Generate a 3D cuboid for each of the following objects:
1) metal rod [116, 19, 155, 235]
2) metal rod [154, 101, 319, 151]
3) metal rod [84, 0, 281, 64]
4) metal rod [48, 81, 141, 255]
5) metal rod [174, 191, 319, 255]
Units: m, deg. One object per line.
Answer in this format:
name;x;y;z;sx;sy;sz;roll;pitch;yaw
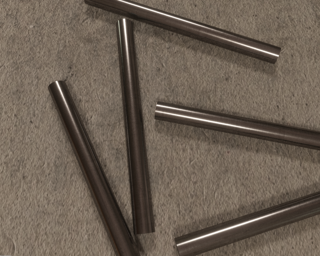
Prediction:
metal rod;-0.036;-0.016;0.413;0.025;0.025;0.299;-6;70;-3
metal rod;0.143;0.004;0.408;0.302;0.025;0.025;11;70;3
metal rod;0.029;-0.155;0.465;0.301;0.025;0.025;20;71;6
metal rod;-0.076;0.069;0.382;0.025;0.025;0.299;-25;72;-9
metal rod;0.165;0.099;0.373;0.302;0.025;0.025;-16;71;-6
